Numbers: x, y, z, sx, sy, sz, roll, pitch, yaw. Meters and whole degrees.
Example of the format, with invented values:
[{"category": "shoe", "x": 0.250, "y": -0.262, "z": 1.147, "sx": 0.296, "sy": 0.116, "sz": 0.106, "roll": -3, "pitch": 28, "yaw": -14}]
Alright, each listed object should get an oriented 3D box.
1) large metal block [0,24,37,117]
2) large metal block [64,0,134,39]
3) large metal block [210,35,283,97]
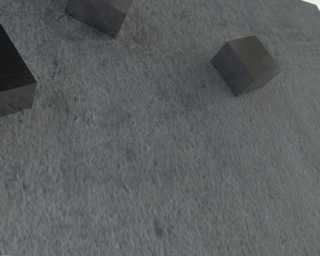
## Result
[{"category": "large metal block", "x": -0.188, "y": -0.054, "z": 0.320, "sx": 0.081, "sy": 0.050, "sz": 0.080, "roll": -26, "pitch": 76, "yaw": -37}, {"category": "large metal block", "x": -0.084, "y": -0.193, "z": 0.462, "sx": 0.080, "sy": 0.050, "sz": 0.080, "roll": 24, "pitch": 53, "yaw": -14}, {"category": "large metal block", "x": 0.150, "y": -0.109, "z": 0.537, "sx": 0.081, "sy": 0.050, "sz": 0.080, "roll": -22, "pitch": 74, "yaw": -36}]
